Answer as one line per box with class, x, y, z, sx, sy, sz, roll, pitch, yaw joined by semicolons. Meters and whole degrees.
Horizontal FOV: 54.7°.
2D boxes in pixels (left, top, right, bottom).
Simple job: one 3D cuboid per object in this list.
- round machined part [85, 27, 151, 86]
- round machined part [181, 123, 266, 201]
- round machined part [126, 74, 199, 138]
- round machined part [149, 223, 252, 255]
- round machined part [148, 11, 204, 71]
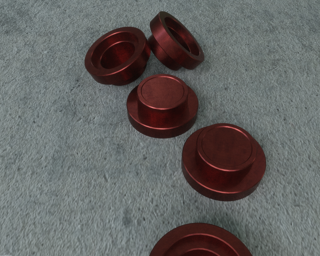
round machined part;-0.059;-0.102;0.464;0.098;0.042;0.098;-12;54;17
round machined part;0.075;0.032;0.365;0.099;0.042;0.098;0;50;0
round machined part;0.004;-0.037;0.423;0.099;0.042;0.098;0;50;0
round machined part;0.036;0.139;0.275;0.099;0.042;0.098;0;50;0
round machined part;0.020;-0.127;0.477;0.098;0.042;0.098;35;33;-27
